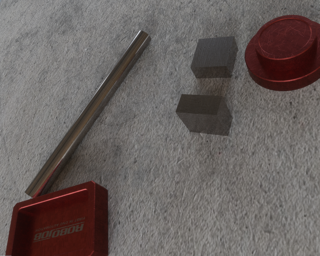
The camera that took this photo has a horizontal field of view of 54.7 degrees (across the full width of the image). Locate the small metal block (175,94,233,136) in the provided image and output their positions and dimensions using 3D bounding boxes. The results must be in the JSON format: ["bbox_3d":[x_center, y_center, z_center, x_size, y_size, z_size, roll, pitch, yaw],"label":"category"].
[{"bbox_3d":[0.054,-0.015,0.368,0.050,0.050,0.025,6,65,30],"label":"small metal block"}]

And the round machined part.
[{"bbox_3d":[0.152,-0.096,0.372,0.098,0.042,0.098,-13,56,20],"label":"round machined part"}]

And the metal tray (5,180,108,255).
[{"bbox_3d":[-0.129,0.127,0.388,0.130,0.030,0.090,-18,55,17],"label":"metal tray"}]

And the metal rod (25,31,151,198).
[{"bbox_3d":[-0.102,-0.027,0.472,0.025,0.025,0.300,22,73,36],"label":"metal rod"}]

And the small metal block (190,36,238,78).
[{"bbox_3d":[0.075,-0.096,0.423,0.050,0.025,0.050,4,63,29],"label":"small metal block"}]
